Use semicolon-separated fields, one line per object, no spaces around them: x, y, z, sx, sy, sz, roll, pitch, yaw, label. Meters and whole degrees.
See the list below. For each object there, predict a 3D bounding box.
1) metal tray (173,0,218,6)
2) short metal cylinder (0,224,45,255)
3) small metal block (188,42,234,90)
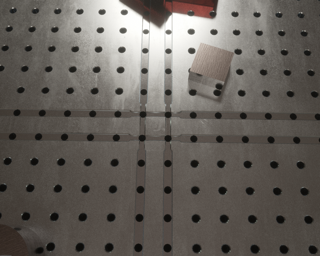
0.058;-0.266;0.506;0.091;0.030;0.130;10;70;3;metal tray
-0.176;0.149;0.342;0.081;0.050;0.080;0;70;0;short metal cylinder
0.073;-0.089;0.445;0.050;0.025;0.050;19;71;6;small metal block
